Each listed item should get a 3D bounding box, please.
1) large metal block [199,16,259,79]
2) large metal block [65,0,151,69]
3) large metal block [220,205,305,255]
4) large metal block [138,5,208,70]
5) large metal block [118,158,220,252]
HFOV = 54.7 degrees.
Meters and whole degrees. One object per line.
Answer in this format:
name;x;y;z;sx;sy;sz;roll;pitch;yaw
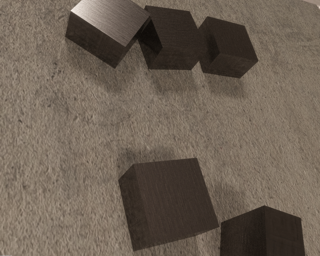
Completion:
large metal block;0.111;-0.137;0.534;0.081;0.050;0.080;3;60;-27
large metal block;-0.072;-0.144;0.434;0.080;0.050;0.080;33;56;-7
large metal block;0.111;0.142;0.344;0.050;0.080;0.080;22;54;-16
large metal block;0.015;-0.138;0.482;0.081;0.050;0.080;-6;65;-31
large metal block;0.007;0.082;0.343;0.081;0.050;0.080;-2;63;-30
